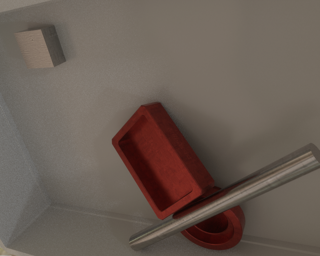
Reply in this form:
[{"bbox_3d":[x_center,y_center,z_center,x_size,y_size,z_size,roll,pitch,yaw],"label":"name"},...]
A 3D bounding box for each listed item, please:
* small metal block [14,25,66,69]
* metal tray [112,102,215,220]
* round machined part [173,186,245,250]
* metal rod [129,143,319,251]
[{"bbox_3d":[-0.164,-0.110,0.424,0.050,0.025,0.050,2,120,26],"label":"small metal block"},{"bbox_3d":[-0.001,0.043,0.403,0.090,0.030,0.130,-45,73,39],"label":"metal tray"},{"bbox_3d":[0.070,0.120,0.434,0.098,0.042,0.097,13,124,20],"label":"round machined part"},{"bbox_3d":[0.057,0.100,0.385,0.025,0.025,0.299,47,127,-5],"label":"metal rod"}]
